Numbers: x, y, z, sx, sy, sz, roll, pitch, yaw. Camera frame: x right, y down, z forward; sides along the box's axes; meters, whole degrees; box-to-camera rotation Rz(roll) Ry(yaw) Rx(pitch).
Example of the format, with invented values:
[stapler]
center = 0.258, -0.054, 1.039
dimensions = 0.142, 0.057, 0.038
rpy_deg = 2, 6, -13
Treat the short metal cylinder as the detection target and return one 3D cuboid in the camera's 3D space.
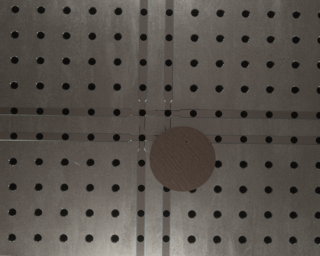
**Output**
[short metal cylinder]
center = 0.027, 0.037, 0.401
dimensions = 0.081, 0.050, 0.079
rpy_deg = 0, 90, -1
